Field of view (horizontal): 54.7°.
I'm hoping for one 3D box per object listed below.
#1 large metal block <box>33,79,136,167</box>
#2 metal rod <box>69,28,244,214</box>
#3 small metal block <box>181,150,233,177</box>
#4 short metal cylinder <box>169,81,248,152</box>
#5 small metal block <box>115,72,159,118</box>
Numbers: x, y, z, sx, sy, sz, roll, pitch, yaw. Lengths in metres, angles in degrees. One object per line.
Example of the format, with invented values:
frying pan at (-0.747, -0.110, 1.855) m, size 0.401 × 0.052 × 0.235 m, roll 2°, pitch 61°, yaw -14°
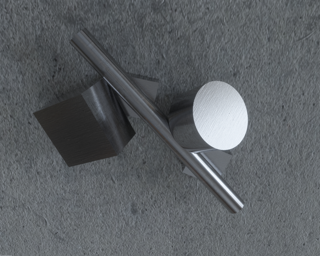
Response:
large metal block at (-0.090, -0.005, 0.377) m, size 0.080 × 0.050 × 0.080 m, roll -15°, pitch 112°, yaw 30°
metal rod at (0.007, 0.002, 0.385) m, size 0.025 × 0.025 × 0.300 m, roll -39°, pitch 106°, yaw 13°
small metal block at (0.064, 0.044, 0.429) m, size 0.050 × 0.025 × 0.050 m, roll 23°, pitch 108°, yaw -9°
short metal cylinder at (0.058, -0.011, 0.373) m, size 0.081 × 0.050 × 0.080 m, roll 5°, pitch 80°, yaw -29°
small metal block at (-0.031, -0.042, 0.396) m, size 0.050 × 0.025 × 0.050 m, roll 11°, pitch 110°, yaw -5°
